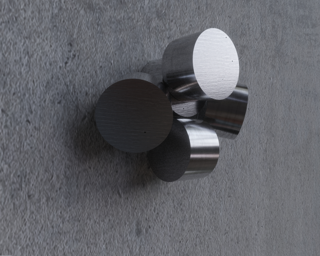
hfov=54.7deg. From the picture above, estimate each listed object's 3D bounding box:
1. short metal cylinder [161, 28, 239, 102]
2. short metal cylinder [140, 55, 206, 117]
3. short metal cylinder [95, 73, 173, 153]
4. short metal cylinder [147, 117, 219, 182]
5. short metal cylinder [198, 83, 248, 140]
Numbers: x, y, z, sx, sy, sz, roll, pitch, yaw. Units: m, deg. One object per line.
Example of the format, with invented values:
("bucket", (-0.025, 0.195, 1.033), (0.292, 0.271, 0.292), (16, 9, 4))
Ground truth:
("short metal cylinder", (0.049, -0.072, 0.366), (0.081, 0.050, 0.079), (0, 90, -40))
("short metal cylinder", (0.018, -0.054, 0.407), (0.081, 0.050, 0.079), (0, 90, -40))
("short metal cylinder", (-0.026, -0.019, 0.343), (0.081, 0.050, 0.079), (0, 107, 1))
("short metal cylinder", (0.028, 0.027, 0.395), (0.050, 0.080, 0.079), (2, 89, -40))
("short metal cylinder", (0.086, -0.027, 0.437), (0.050, 0.080, 0.080), (12, 81, -1))
